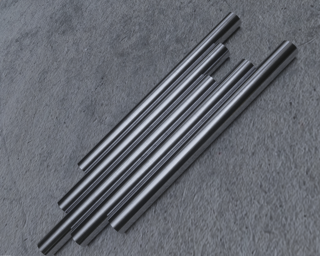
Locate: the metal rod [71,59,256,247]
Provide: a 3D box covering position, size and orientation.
[{"bbox_3d":[0.007,0.028,0.383,0.300,0.025,0.025,-45,51,-4],"label":"metal rod"}]

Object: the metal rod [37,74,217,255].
[{"bbox_3d":[-0.037,0.045,0.396,0.300,0.025,0.025,-45,51,-4],"label":"metal rod"}]

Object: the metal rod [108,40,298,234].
[{"bbox_3d":[0.054,0.008,0.371,0.300,0.025,0.025,-45,51,-4],"label":"metal rod"}]

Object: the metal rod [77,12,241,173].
[{"bbox_3d":[0.002,-0.050,0.434,0.300,0.025,0.025,-45,51,-4],"label":"metal rod"}]

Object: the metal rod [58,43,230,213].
[{"bbox_3d":[-0.019,-0.002,0.415,0.300,0.025,0.025,-45,51,-4],"label":"metal rod"}]
